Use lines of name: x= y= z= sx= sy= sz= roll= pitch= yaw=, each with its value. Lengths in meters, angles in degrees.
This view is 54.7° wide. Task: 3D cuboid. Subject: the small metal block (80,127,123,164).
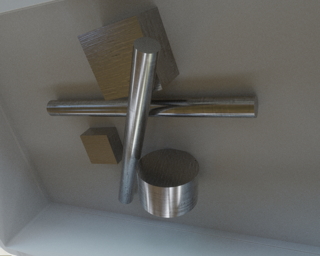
small metal block: x=-0.086 y=0.027 z=0.469 sx=0.050 sy=0.025 sz=0.050 roll=-2 pitch=118 yaw=29

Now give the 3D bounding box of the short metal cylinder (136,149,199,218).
short metal cylinder: x=0.011 y=0.071 z=0.410 sx=0.080 sy=0.080 sz=0.050 roll=11 pitch=123 yaw=22

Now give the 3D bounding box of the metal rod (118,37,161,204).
metal rod: x=-0.034 y=0.019 z=0.394 sx=0.025 sy=0.025 sz=0.298 roll=26 pitch=141 yaw=11

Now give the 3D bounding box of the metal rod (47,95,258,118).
metal rod: x=-0.029 y=-0.027 z=0.405 sx=0.301 sy=0.025 sz=0.025 roll=2 pitch=119 yaw=27

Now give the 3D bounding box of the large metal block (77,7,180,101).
large metal block: x=-0.034 y=-0.083 z=0.358 sx=0.080 sy=0.050 sz=0.080 roll=-7 pitch=115 yaw=31
